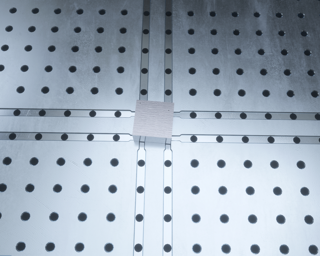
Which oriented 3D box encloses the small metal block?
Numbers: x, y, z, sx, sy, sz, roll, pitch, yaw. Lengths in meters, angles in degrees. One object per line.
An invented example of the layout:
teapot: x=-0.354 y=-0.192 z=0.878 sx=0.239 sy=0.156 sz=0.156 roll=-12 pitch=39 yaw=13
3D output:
small metal block: x=-0.008 y=-0.008 z=0.414 sx=0.050 sy=0.025 sz=0.050 roll=5 pitch=70 yaw=1
